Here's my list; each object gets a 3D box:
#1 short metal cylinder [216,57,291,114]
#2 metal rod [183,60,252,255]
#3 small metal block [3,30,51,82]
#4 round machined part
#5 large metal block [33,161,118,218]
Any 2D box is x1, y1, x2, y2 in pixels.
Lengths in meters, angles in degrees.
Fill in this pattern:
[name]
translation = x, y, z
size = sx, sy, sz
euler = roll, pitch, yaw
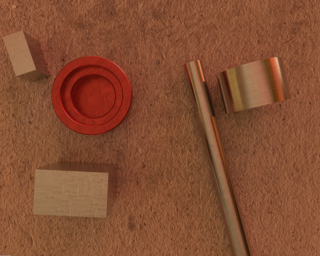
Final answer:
[short metal cylinder]
translation = 0.115, -0.051, 0.384
size = 0.080, 0.080, 0.050
euler = -14, 90, 0
[metal rod]
translation = 0.081, 0.058, 0.411
size = 0.025, 0.025, 0.298
euler = -15, 90, 0
[small metal block]
translation = -0.168, -0.090, 0.395
size = 0.025, 0.050, 0.050
euler = -19, 90, 0
[round machined part]
translation = -0.084, -0.040, 0.400
size = 0.099, 0.042, 0.097
euler = 0, 90, -1
[large metal block]
translation = -0.099, 0.072, 0.381
size = 0.081, 0.080, 0.050
euler = 3, 90, -1
